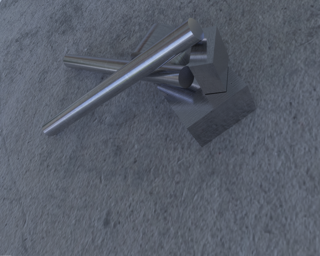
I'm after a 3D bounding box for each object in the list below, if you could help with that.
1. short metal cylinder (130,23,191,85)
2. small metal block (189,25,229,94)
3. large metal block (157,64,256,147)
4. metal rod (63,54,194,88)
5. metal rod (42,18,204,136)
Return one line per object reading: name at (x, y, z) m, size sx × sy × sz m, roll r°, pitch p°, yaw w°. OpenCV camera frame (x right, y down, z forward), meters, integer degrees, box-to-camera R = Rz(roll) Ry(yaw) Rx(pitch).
short metal cylinder at (0.007, -0.096, 0.426) m, size 0.080 × 0.080 × 0.050 m, roll 23°, pitch 74°, yaw 36°
small metal block at (0.055, -0.073, 0.336) m, size 0.025 × 0.050 × 0.050 m, roll -4°, pitch 60°, yaw 26°
large metal block at (0.056, -0.038, 0.380) m, size 0.080 × 0.050 × 0.080 m, roll -36°, pitch 51°, yaw 5°
metal rod at (-0.068, -0.090, 0.458) m, size 0.300 × 0.025 × 0.025 m, roll 19°, pitch 71°, yaw 47°
metal rod at (-0.070, -0.049, 0.402) m, size 0.299 × 0.025 × 0.025 m, roll -25°, pitch 50°, yaw 38°
